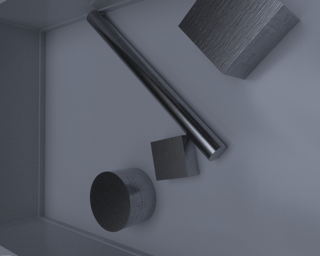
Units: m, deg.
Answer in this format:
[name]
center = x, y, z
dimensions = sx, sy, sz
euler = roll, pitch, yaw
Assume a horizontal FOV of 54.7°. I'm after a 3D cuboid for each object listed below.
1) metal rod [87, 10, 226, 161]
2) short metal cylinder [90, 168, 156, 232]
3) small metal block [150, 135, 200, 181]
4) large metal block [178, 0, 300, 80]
[metal rod]
center = -0.020, -0.073, 0.420
dimensions = 0.300, 0.025, 0.025
euler = 50, 119, 28
[short metal cylinder]
center = -0.052, 0.098, 0.431
dimensions = 0.080, 0.050, 0.079
euler = 0, 90, 39
[small metal block]
center = 0.019, 0.038, 0.390
dimensions = 0.050, 0.025, 0.050
euler = -15, 81, 38
[large metal block]
center = 0.080, -0.110, 0.324
dimensions = 0.080, 0.050, 0.080
euler = -50, 61, 28
